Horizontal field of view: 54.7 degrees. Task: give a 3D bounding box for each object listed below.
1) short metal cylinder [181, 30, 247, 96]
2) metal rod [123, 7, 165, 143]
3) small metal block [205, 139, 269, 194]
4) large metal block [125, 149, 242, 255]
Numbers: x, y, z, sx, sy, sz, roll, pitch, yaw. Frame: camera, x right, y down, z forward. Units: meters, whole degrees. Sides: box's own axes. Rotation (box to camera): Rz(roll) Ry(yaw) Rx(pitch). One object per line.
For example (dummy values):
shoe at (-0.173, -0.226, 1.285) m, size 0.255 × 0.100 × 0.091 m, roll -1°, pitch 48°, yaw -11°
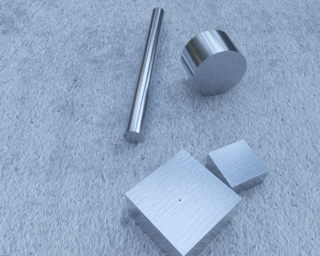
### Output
short metal cylinder at (0.077, -0.093, 0.446) m, size 0.081 × 0.080 × 0.050 m, roll -12°, pitch 51°, yaw -10°
metal rod at (-0.018, -0.102, 0.488) m, size 0.025 × 0.025 × 0.300 m, roll 5°, pitch 50°, yaw 3°
small metal block at (0.090, 0.047, 0.365) m, size 0.050 × 0.025 × 0.050 m, roll -20°, pitch 53°, yaw -16°
large metal block at (0.022, 0.082, 0.319) m, size 0.080 × 0.050 × 0.080 m, roll -35°, pitch 59°, yaw -26°
